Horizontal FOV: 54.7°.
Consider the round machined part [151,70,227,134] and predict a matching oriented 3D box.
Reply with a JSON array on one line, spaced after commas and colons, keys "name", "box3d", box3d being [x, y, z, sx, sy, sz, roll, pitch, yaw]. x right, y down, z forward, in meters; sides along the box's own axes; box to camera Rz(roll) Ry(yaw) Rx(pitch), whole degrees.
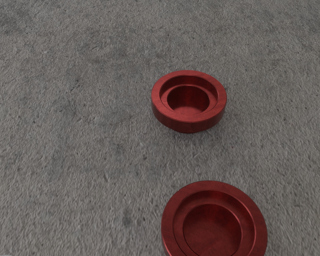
[{"name": "round machined part", "box3d": [0.038, -0.031, 0.418, 0.099, 0.042, 0.098, 0, 50, 0]}]

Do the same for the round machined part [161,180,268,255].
[{"name": "round machined part", "box3d": [0.050, 0.104, 0.305, 0.099, 0.042, 0.098, 0, 50, 0]}]
